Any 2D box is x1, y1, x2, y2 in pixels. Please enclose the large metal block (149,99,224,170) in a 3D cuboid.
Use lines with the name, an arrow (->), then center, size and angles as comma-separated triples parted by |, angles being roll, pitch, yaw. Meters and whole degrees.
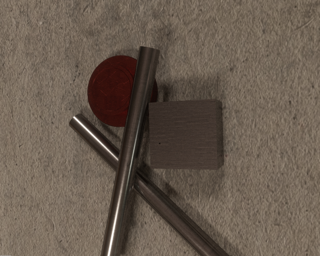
large metal block -> 0.034, 0.008, 0.383 | 0.080, 0.050, 0.079 | -2, 89, 19

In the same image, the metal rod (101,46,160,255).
metal rod -> -0.042, 0.049, 0.393 | 0.025, 0.025, 0.298 | 15, 99, 19

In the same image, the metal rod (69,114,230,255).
metal rod -> -0.014, 0.085, 0.412 | 0.300, 0.025, 0.025 | 42, 103, 15

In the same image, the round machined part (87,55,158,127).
round machined part -> -0.056, -0.050, 0.419 | 0.098, 0.042, 0.097 | 0, 90, 19
